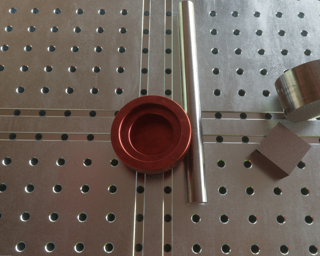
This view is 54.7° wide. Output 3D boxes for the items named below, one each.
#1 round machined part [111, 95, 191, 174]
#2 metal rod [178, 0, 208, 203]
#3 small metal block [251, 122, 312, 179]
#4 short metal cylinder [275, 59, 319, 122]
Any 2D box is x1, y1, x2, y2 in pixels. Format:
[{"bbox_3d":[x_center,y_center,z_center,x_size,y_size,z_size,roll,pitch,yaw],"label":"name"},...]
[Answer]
[{"bbox_3d":[-0.010,0.011,0.395,0.099,0.042,0.098,-2,70,5],"label":"round machined part"},{"bbox_3d":[0.043,-0.049,0.430,0.025,0.025,0.299,-1,70,-1],"label":"metal rod"},{"bbox_3d":[0.157,0.029,0.403,0.050,0.025,0.050,40,75,13],"label":"small metal block"},{"bbox_3d":[0.197,-0.047,0.402,0.081,0.080,0.050,-9,71,-4],"label":"short metal cylinder"}]
